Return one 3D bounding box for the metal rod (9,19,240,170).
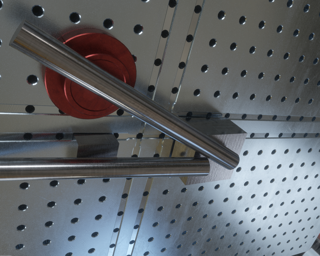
[{"bbox_3d":[-0.008,-0.016,0.336,0.301,0.025,0.025,30,102,-35],"label":"metal rod"}]

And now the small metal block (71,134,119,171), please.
[{"bbox_3d":[-0.083,0.035,0.389,0.050,0.025,0.050,-1,119,-29],"label":"small metal block"}]

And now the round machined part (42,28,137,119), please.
[{"bbox_3d":[-0.071,-0.052,0.330,0.099,0.042,0.097,-14,125,-21],"label":"round machined part"}]

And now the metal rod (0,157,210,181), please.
[{"bbox_3d":[-0.084,0.047,0.360,0.302,0.025,0.025,2,118,-18],"label":"metal rod"}]

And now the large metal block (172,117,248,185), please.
[{"bbox_3d":[0.068,0.032,0.450,0.081,0.050,0.079,-2,120,-28],"label":"large metal block"}]
